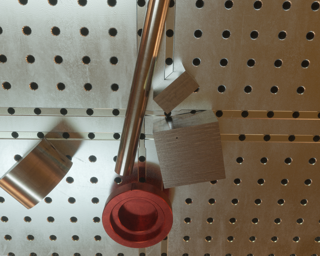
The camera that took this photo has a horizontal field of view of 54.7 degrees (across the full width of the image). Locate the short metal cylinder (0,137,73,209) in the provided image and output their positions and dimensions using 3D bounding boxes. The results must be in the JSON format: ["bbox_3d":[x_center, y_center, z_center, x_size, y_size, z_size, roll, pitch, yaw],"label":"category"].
[{"bbox_3d":[-0.161,0.058,0.403,0.080,0.080,0.050,-40,106,13],"label":"short metal cylinder"}]

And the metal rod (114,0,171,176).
[{"bbox_3d":[-0.018,-0.076,0.385,0.025,0.025,0.298,12,110,-5],"label":"metal rod"}]

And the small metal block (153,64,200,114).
[{"bbox_3d":[0.019,-0.049,0.382,0.050,0.050,0.025,-41,106,13],"label":"small metal block"}]

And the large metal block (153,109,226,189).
[{"bbox_3d":[0.038,0.027,0.411,0.080,0.050,0.079,-10,110,3],"label":"large metal block"}]

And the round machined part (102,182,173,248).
[{"bbox_3d":[-0.031,0.121,0.448,0.099,0.042,0.097,0,110,-1],"label":"round machined part"}]
